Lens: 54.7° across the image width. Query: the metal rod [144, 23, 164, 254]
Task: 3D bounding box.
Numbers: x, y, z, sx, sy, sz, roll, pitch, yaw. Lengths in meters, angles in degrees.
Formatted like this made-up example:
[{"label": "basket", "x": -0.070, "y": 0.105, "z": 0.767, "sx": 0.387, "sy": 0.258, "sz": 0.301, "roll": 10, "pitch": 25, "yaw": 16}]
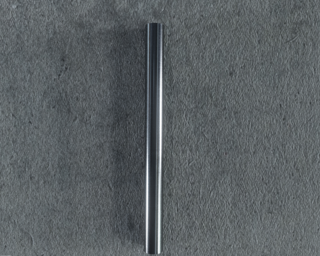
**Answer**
[{"label": "metal rod", "x": -0.008, "y": 0.014, "z": 0.411, "sx": 0.025, "sy": 0.025, "sz": 0.298, "roll": 0, "pitch": 90, "yaw": -1}]
